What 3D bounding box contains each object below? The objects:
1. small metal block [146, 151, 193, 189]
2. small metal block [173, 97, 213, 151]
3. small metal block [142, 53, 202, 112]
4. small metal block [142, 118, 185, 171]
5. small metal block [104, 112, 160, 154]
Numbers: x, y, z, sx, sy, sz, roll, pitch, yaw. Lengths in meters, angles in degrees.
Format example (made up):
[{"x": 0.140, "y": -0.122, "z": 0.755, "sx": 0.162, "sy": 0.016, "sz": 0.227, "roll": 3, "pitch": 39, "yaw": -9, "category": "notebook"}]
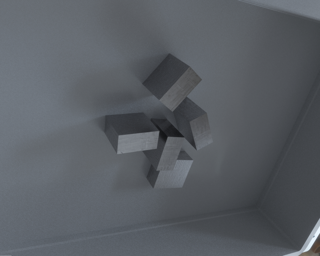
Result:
[{"x": 0.014, "y": 0.061, "z": 0.456, "sx": 0.050, "sy": 0.025, "sz": 0.050, "roll": 5, "pitch": 116, "yaw": -31, "category": "small metal block"}, {"x": 0.043, "y": -0.006, "z": 0.414, "sx": 0.025, "sy": 0.050, "sz": 0.050, "roll": -28, "pitch": 128, "yaw": -11, "category": "small metal block"}, {"x": 0.013, "y": -0.055, "z": 0.367, "sx": 0.050, "sy": 0.050, "sz": 0.025, "roll": -47, "pitch": 129, "yaw": 5, "category": "small metal block"}, {"x": 0.003, "y": 0.021, "z": 0.409, "sx": 0.025, "sy": 0.050, "sz": 0.050, "roll": 4, "pitch": 116, "yaw": -30, "category": "small metal block"}, {"x": -0.035, "y": 0.005, "z": 0.377, "sx": 0.050, "sy": 0.050, "sz": 0.025, "roll": -6, "pitch": 121, "yaw": -26, "category": "small metal block"}]
